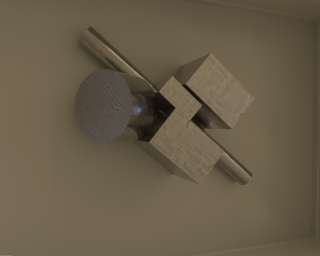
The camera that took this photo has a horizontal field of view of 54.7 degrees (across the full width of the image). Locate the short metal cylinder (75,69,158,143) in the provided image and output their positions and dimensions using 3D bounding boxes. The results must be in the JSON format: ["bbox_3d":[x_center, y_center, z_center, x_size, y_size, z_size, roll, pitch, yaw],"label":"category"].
[{"bbox_3d":[-0.050,-0.024,0.356,0.050,0.080,0.079,1,90,-60],"label":"short metal cylinder"}]

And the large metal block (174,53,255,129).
[{"bbox_3d":[0.059,-0.044,0.404,0.080,0.080,0.050,42,77,-16],"label":"large metal block"}]

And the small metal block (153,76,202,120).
[{"bbox_3d":[0.016,-0.034,0.378,0.050,0.050,0.025,43,77,-16],"label":"small metal block"}]

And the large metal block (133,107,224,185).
[{"bbox_3d":[0.018,0.021,0.388,0.080,0.080,0.050,41,77,-16],"label":"large metal block"}]

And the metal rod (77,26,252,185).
[{"bbox_3d":[0.017,-0.020,0.417,0.300,0.025,0.025,41,77,-16],"label":"metal rod"}]
